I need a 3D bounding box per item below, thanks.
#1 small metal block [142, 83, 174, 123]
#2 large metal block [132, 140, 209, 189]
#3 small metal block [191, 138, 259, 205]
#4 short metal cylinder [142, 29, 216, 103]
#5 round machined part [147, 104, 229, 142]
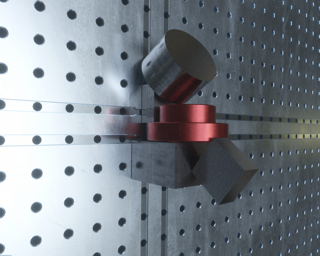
[{"bbox_3d":[0.004,-0.031,0.413,0.050,0.025,0.050,1,90,-40],"label":"small metal block"},{"bbox_3d":[0.021,0.042,0.392,0.081,0.080,0.050,1,90,-40],"label":"large metal block"},{"bbox_3d":[0.068,0.046,0.334,0.025,0.050,0.050,2,127,-41],"label":"small metal block"},{"bbox_3d":[0.024,-0.077,0.393,0.080,0.050,0.080,23,47,-27],"label":"short metal cylinder"},{"bbox_3d":[0.034,-0.006,0.378,0.099,0.098,0.042,1,90,-40],"label":"round machined part"}]
